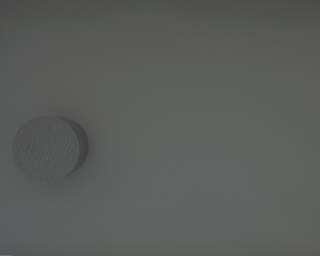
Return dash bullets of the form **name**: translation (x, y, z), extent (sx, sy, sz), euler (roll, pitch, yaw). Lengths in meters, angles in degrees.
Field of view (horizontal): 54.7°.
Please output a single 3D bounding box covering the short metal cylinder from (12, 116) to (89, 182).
- **short metal cylinder**: translation (-0.137, 0.025, 0.397), extent (0.081, 0.050, 0.079), euler (0, 90, -1)
